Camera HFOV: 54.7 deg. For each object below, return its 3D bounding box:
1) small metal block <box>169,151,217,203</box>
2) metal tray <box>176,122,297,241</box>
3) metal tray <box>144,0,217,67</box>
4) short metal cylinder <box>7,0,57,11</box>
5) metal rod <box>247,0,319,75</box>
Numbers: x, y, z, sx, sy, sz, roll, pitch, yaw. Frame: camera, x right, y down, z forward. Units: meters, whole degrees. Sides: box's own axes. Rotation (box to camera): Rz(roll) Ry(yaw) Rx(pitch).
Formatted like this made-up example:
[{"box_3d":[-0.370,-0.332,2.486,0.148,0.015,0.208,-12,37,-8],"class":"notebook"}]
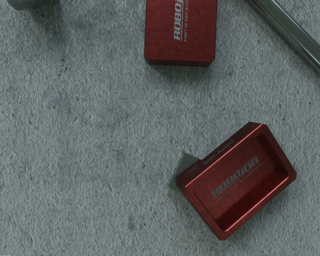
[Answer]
[{"box_3d":[0.045,0.065,0.411,0.050,0.025,0.050,25,90,-1],"class":"small metal block"},{"box_3d":[0.098,0.065,0.389,0.130,0.030,0.090,-38,105,-8],"class":"metal tray"},{"box_3d":[0.027,-0.149,0.408,0.091,0.030,0.129,2,90,-1],"class":"metal tray"},{"box_3d":[-0.166,-0.192,0.380,0.050,0.080,0.080,-17,90,0],"class":"short metal cylinder"},{"box_3d":[0.194,-0.110,0.412,0.025,0.025,0.300,-44,91,0],"class":"metal rod"}]
